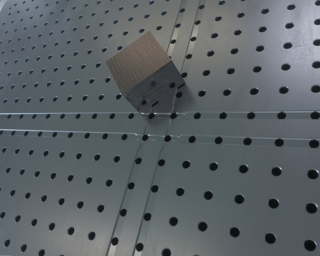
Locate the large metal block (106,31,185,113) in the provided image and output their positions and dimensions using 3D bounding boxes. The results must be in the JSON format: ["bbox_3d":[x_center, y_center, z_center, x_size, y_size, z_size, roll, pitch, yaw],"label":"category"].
[{"bbox_3d":[-0.023,-0.082,0.456,0.080,0.050,0.080,-34,51,6],"label":"large metal block"}]
